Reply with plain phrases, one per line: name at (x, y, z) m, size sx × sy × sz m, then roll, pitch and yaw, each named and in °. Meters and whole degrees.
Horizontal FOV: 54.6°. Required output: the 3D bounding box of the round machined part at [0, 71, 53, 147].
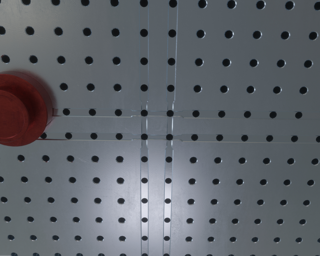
round machined part at (-0.193, -0.020, 0.395) m, size 0.099 × 0.042 × 0.097 m, roll 0°, pitch 110°, yaw 0°
